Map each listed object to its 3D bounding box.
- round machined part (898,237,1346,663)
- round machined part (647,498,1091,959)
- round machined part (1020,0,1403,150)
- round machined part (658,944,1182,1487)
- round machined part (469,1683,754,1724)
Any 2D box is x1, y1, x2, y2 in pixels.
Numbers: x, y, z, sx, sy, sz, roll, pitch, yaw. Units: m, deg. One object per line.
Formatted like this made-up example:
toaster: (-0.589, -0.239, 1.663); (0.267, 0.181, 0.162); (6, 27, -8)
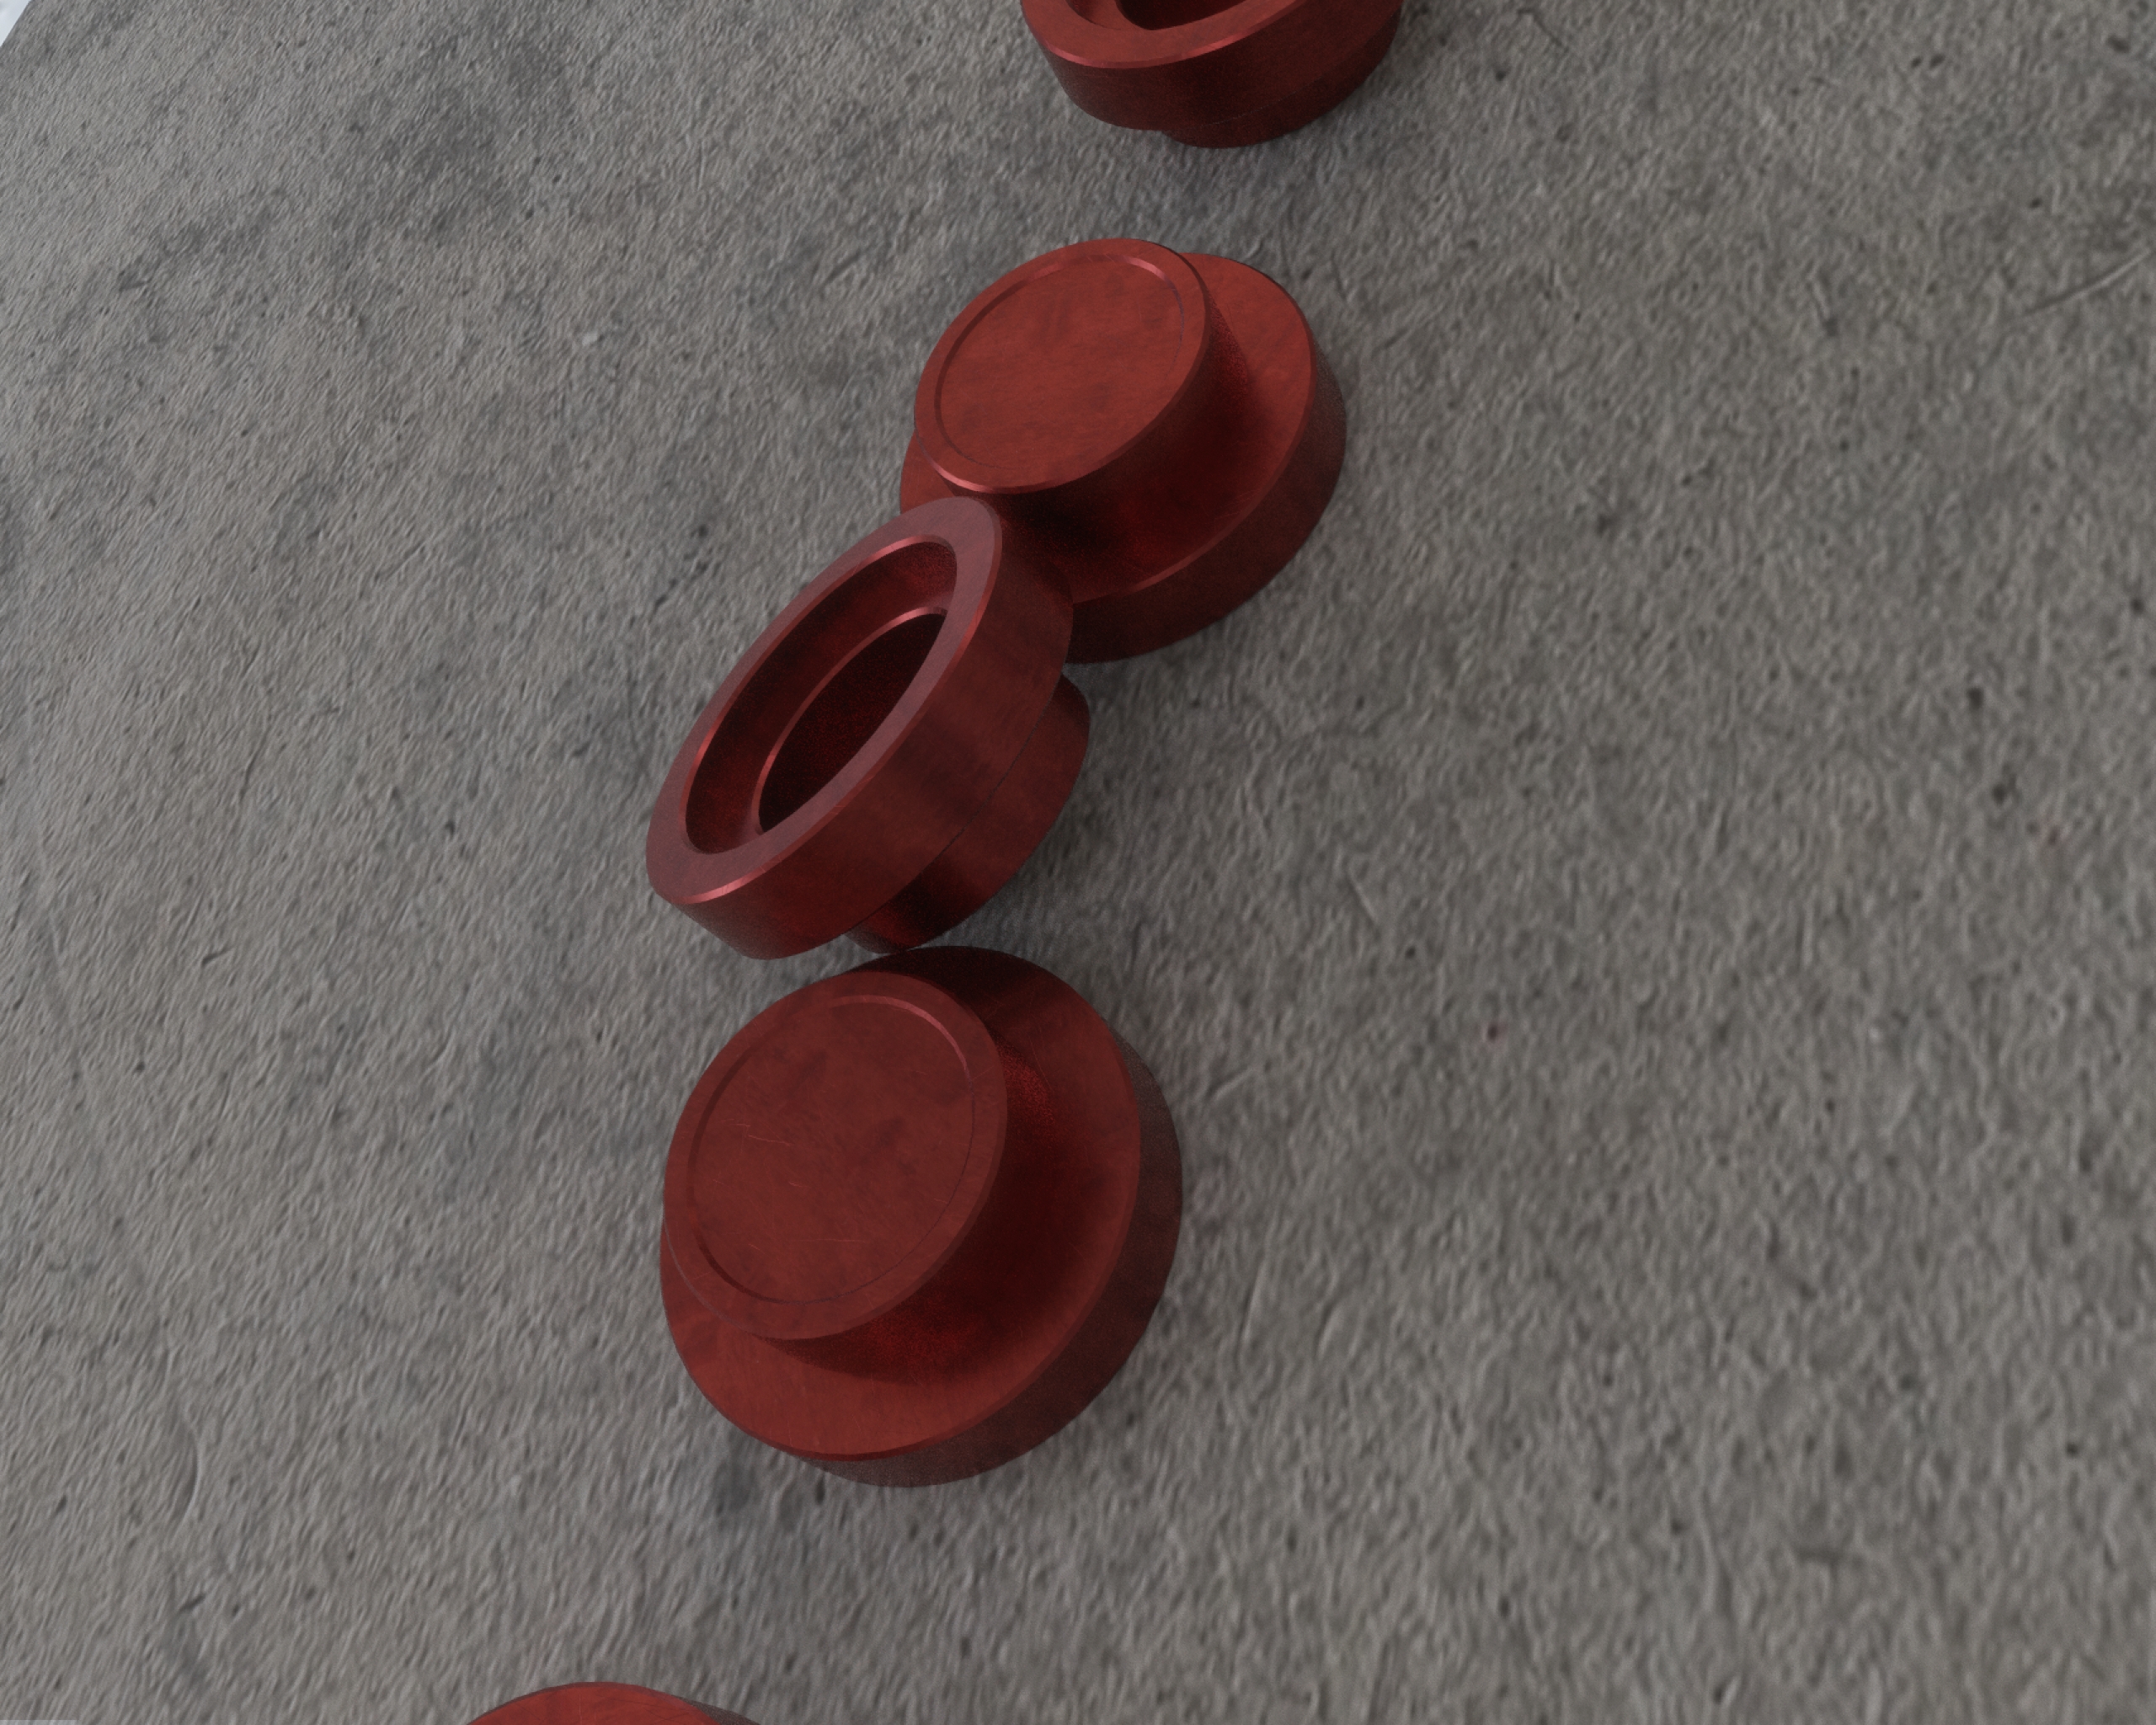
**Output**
round machined part: (0.004, -0.095, 0.449); (0.098, 0.042, 0.098); (-13, 56, 21)
round machined part: (-0.036, -0.021, 0.410); (0.098, 0.042, 0.098); (-35, 32, 26)
round machined part: (0.039, -0.212, 0.503); (0.098, 0.042, 0.098); (-13, 56, 21)
round machined part: (-0.035, 0.058, 0.376); (0.098, 0.042, 0.098); (-13, 56, 21)
round machined part: (-0.070, 0.181, 0.319); (0.098, 0.042, 0.098); (-13, 56, 21)
